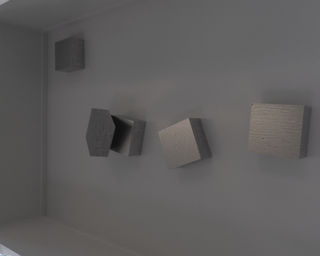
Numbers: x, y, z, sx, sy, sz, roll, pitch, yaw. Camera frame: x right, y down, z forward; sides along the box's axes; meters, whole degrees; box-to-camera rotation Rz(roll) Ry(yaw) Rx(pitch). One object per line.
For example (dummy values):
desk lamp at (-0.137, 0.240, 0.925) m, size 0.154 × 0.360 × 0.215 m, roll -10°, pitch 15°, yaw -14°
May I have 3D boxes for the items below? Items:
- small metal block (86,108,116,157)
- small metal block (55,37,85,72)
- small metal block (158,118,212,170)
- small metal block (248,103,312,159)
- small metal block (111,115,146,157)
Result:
small metal block at (-0.086, 0.006, 0.444) m, size 0.050 × 0.025 × 0.050 m, roll -122°, pitch 44°, yaw -53°
small metal block at (-0.157, -0.126, 0.537) m, size 0.050 × 0.025 × 0.050 m, roll -1°, pitch 89°, yaw 40°
small metal block at (0.030, 0.020, 0.382) m, size 0.050 × 0.025 × 0.050 m, roll -25°, pitch 74°, yaw 37°
small metal block at (0.119, 0.002, 0.309) m, size 0.050 × 0.025 × 0.050 m, roll 7°, pitch 95°, yaw 39°
small metal block at (-0.050, 0.010, 0.449) m, size 0.050 × 0.025 × 0.050 m, roll 15°, pitch 100°, yaw 39°
